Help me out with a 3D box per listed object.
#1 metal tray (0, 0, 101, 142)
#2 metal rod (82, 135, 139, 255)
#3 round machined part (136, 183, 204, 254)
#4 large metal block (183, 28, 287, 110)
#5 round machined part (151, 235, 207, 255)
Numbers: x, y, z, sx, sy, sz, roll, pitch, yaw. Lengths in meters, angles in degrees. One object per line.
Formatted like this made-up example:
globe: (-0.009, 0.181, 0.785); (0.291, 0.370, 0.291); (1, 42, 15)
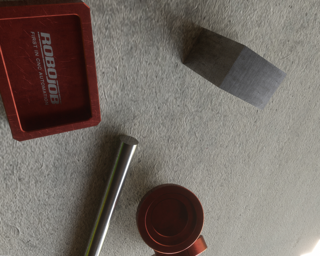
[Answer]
metal tray: (-0.112, -0.056, 0.307); (0.091, 0.030, 0.129); (-13, 124, -21)
metal rod: (-0.087, 0.145, 0.449); (0.025, 0.025, 0.298); (6, 115, -31)
round machined part: (0.013, 0.132, 0.465); (0.099, 0.042, 0.097); (0, 88, -12)
large metal block: (0.089, -0.072, 0.375); (0.080, 0.080, 0.050); (19, 108, -36)
round machined part: (0.024, 0.195, 0.510); (0.099, 0.042, 0.098); (-22, 164, -6)
